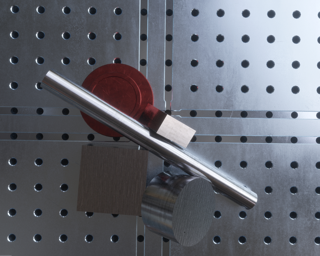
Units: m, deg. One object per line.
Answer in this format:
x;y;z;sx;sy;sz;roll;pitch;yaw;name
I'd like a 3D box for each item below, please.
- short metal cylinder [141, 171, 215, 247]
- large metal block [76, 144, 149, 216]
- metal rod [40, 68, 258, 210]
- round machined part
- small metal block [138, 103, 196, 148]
0.024;0.097;0.380;0.081;0.050;0.079;-5;97;-45;short metal cylinder
-0.057;0.063;0.398;0.081;0.050;0.079;5;90;-1;large metal block
-0.003;0.021;0.381;0.301;0.025;0.025;32;90;-13;metal rod
-0.057;-0.036;0.404;0.099;0.042;0.097;0;90;-1;round machined part
0.009;-0.003;0.391;0.050;0.050;0.025;28;94;-35;small metal block
